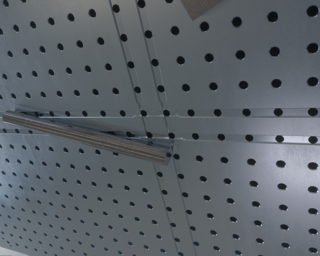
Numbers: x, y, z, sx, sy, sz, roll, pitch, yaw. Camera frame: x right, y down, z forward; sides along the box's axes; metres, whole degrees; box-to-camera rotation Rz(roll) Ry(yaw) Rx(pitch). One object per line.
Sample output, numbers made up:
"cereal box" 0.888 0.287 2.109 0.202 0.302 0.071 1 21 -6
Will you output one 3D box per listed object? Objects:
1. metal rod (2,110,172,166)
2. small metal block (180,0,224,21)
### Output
"metal rod" -0.126 0.011 0.484 0.301 0.025 0.025 12 124 21
"small metal block" 0.043 -0.142 0.301 0.050 0.025 0.050 -25 105 36
